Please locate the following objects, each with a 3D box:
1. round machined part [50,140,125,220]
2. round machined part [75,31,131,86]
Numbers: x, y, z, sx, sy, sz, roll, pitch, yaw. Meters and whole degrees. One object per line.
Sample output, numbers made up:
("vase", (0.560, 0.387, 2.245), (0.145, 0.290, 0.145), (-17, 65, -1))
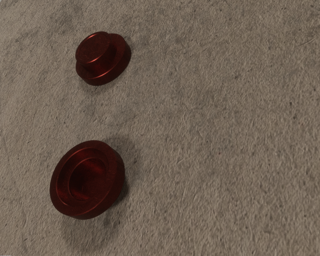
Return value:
("round machined part", (-0.087, 0.068, 0.395), (0.098, 0.042, 0.098), (-13, 56, 20))
("round machined part", (-0.102, -0.123, 0.519), (0.098, 0.042, 0.098), (-13, 56, 20))
